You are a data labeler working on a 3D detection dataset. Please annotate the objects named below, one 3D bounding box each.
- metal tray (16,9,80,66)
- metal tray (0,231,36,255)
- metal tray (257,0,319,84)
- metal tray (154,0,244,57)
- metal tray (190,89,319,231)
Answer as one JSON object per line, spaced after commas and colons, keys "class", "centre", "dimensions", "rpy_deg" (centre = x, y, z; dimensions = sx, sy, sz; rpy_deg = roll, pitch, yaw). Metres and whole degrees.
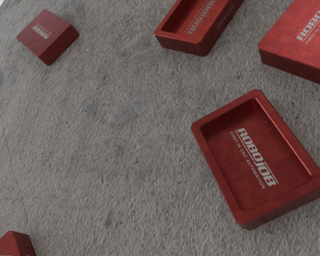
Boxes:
{"class": "metal tray", "centre": [-0.234, -0.190, 0.640], "dimensions": [0.090, 0.030, 0.130], "rpy_deg": [-48, 51, -6]}
{"class": "metal tray", "centre": [-0.185, 0.204, 0.373], "dimensions": [0.090, 0.030, 0.130], "rpy_deg": [-43, 51, -2]}
{"class": "metal tray", "centre": [0.194, -0.122, 0.374], "dimensions": [0.090, 0.030, 0.130], "rpy_deg": [35, 81, 38]}
{"class": "metal tray", "centre": [0.062, -0.176, 0.475], "dimensions": [0.090, 0.030, 0.130], "rpy_deg": [24, 75, 36]}
{"class": "metal tray", "centre": [0.098, 0.029, 0.330], "dimensions": [0.090, 0.030, 0.130], "rpy_deg": [-29, 52, 9]}
